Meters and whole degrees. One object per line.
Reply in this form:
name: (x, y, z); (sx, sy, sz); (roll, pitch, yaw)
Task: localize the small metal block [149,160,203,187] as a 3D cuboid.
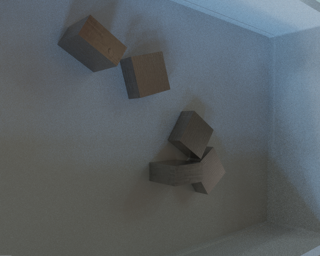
small metal block: (0.021, 0.058, 0.410); (0.050, 0.050, 0.025); (-1, 91, -40)

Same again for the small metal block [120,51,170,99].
small metal block: (-0.018, -0.067, 0.393); (0.050, 0.025, 0.050); (-21, 104, -38)

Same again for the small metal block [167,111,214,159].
small metal block: (0.045, 0.010, 0.447); (0.050, 0.025, 0.050); (41, 65, -33)

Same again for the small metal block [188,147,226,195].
small metal block: (0.067, 0.063, 0.465); (0.050, 0.025, 0.050); (-43, 116, -32)

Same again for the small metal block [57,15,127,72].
small metal block: (-0.073, -0.088, 0.331); (0.050, 0.050, 0.025); (37, 67, -34)
